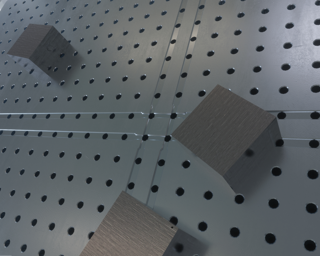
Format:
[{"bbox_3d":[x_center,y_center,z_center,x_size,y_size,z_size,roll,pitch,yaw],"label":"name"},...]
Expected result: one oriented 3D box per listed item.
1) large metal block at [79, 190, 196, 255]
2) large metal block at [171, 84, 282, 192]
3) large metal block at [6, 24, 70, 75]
[{"bbox_3d":[-0.023,0.126,0.328,0.080,0.050,0.080,24,75,36],"label":"large metal block"},{"bbox_3d":[0.074,0.010,0.348,0.080,0.050,0.080,-47,51,-5],"label":"large metal block"},{"bbox_3d":[-0.243,-0.158,0.619,0.080,0.050,0.080,17,71,35],"label":"large metal block"}]
